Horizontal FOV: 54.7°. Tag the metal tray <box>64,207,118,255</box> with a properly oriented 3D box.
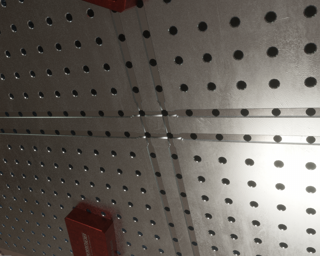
[{"bbox_3d":[-0.134,0.225,0.616,0.090,0.030,0.129,12,124,21],"label":"metal tray"}]

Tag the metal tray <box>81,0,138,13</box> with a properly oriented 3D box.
[{"bbox_3d":[-0.062,-0.197,0.316,0.090,0.030,0.129,22,127,14],"label":"metal tray"}]
